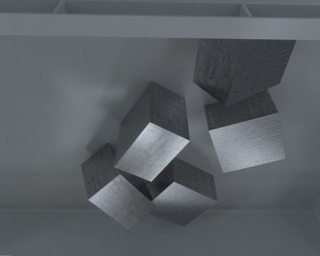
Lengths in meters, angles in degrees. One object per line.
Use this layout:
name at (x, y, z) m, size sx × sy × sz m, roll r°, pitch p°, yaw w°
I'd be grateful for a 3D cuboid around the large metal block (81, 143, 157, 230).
large metal block at (-0.059, 0.080, 0.431) m, size 0.050 × 0.080 × 0.080 m, roll -40°, pitch 123°, yaw 2°

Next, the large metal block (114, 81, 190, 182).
large metal block at (-0.011, 0.004, 0.376) m, size 0.050 × 0.080 × 0.080 m, roll 26°, pitch 125°, yaw -21°

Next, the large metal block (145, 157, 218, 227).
large metal block at (0.029, 0.099, 0.478) m, size 0.080 × 0.050 × 0.080 m, roll 28°, pitch 125°, yaw -22°

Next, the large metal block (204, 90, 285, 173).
large metal block at (0.109, 0.005, 0.399) m, size 0.080 × 0.050 × 0.080 m, roll -16°, pitch 129°, yaw 12°

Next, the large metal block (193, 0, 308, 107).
large metal block at (0.084, -0.077, 0.302) m, size 0.081 × 0.050 × 0.079 m, roll -23°, pitch 139°, yaw -27°
